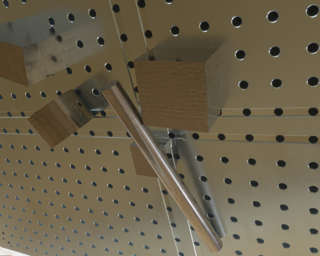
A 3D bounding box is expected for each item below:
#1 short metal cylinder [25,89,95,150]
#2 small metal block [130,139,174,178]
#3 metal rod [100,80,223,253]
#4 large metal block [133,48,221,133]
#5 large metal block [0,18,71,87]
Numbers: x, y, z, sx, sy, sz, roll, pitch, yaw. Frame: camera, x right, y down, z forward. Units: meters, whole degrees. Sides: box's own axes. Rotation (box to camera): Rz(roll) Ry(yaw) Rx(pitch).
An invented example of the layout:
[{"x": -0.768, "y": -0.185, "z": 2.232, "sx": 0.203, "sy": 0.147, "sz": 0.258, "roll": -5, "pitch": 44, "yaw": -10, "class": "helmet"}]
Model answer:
[{"x": -0.142, "y": -0.012, "z": 0.443, "sx": 0.080, "sy": 0.080, "sz": 0.050, "roll": -29, "pitch": 103, "yaw": 37, "class": "short metal cylinder"}, {"x": -0.011, "y": 0.043, "z": 0.443, "sx": 0.050, "sy": 0.025, "sz": 0.050, "roll": 4, "pitch": 121, "yaw": 26, "class": "small metal block"}, {"x": 0.014, "y": 0.067, "z": 0.417, "sx": 0.025, "sy": 0.025, "sz": 0.299, "roll": -14, "pitch": 120, "yaw": 34, "class": "metal rod"}, {"x": 0.022, "y": -0.046, "z": 0.355, "sx": 0.080, "sy": 0.050, "sz": 0.079, "roll": 7, "pitch": 122, "yaw": 24, "class": "large metal block"}, {"x": -0.178, "y": -0.102, "z": 0.406, "sx": 0.080, "sy": 0.080, "sz": 0.050, "roll": 19, "pitch": 126, "yaw": 17, "class": "large metal block"}]
